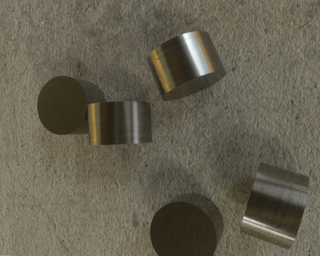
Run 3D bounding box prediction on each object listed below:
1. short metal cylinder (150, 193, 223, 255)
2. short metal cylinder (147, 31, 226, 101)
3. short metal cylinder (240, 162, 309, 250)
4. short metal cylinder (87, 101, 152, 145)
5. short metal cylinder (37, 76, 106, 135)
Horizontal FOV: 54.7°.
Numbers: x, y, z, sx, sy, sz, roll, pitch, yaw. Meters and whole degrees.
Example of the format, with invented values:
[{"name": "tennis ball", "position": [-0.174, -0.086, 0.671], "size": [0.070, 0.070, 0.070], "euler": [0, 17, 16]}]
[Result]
[{"name": "short metal cylinder", "position": [0.034, 0.125, 0.383], "size": [0.080, 0.050, 0.080], "euler": [0, 90, 20]}, {"name": "short metal cylinder", "position": [0.031, -0.071, 0.369], "size": [0.080, 0.080, 0.050], "euler": [-24, 82, 18]}, {"name": "short metal cylinder", "position": [0.123, 0.083, 0.336], "size": [0.050, 0.080, 0.080], "euler": [16, 96, 19]}, {"name": "short metal cylinder", "position": [-0.051, -0.005, 0.398], "size": [0.080, 0.080, 0.050], "euler": [-3, 89, 20]}, {"name": "short metal cylinder", "position": [-0.124, -0.030, 0.439], "size": [0.080, 0.050, 0.080], "euler": [0, 90, 20]}]
